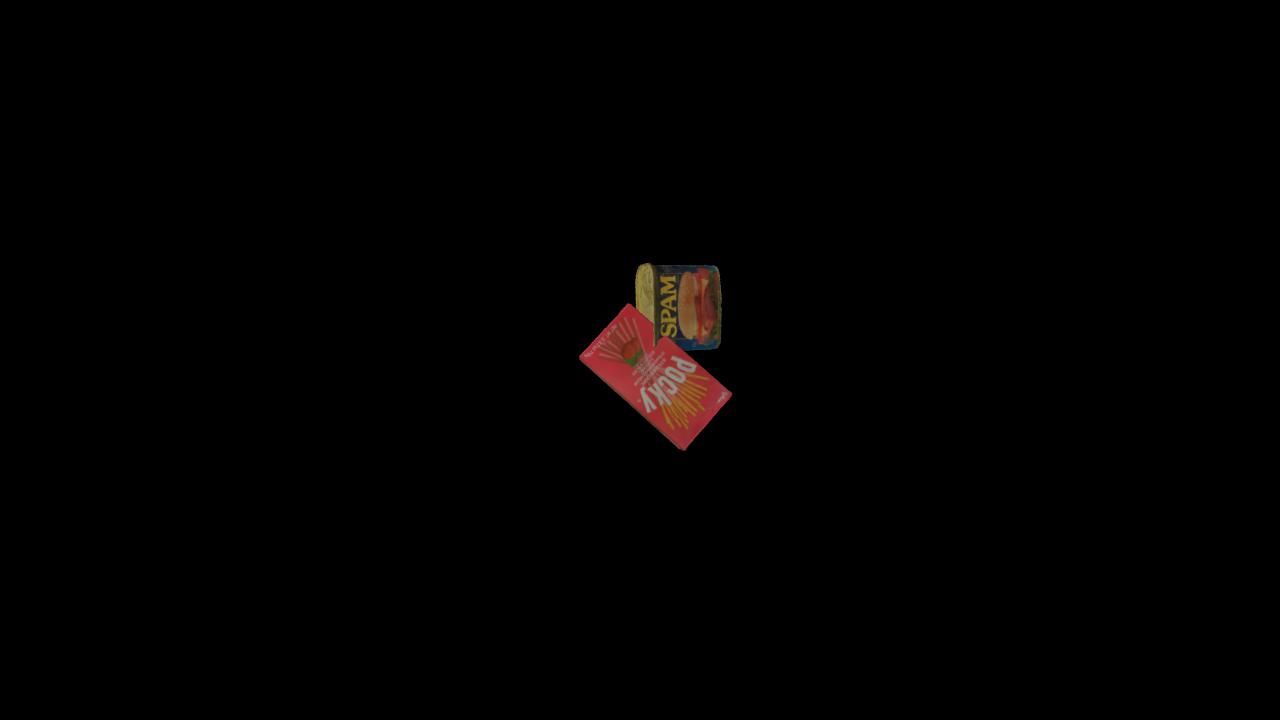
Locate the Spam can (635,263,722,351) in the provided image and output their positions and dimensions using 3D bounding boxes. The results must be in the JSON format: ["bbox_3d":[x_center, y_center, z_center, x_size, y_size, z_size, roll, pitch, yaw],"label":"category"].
[{"bbox_3d":[0.044,-0.059,0.703,0.085,0.101,0.058,-2,6,-20],"label":"Spam can"}]

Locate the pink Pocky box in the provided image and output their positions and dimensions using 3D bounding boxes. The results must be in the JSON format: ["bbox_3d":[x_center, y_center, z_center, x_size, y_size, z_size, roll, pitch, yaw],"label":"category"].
[{"bbox_3d":[0.017,0.018,0.677,0.155,0.084,0.029,42,-9,3],"label":"pink Pocky box"}]
